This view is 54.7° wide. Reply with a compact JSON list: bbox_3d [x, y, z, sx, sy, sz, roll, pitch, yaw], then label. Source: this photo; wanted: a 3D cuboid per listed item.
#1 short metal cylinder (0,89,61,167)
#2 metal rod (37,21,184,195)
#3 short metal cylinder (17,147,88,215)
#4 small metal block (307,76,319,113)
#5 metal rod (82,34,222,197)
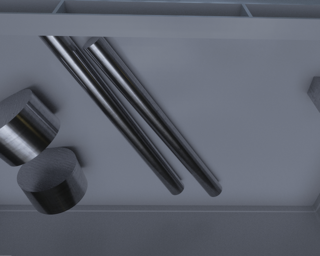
[{"bbox_3d":[-0.168,-0.001,0.370,0.080,0.080,0.050,-22,127,17],"label":"short metal cylinder"},{"bbox_3d":[-0.044,-0.004,0.405,0.025,0.025,0.300,-23,127,18],"label":"metal rod"},{"bbox_3d":[-0.148,0.072,0.433,0.080,0.080,0.050,-7,130,5],"label":"short metal cylinder"},{"bbox_3d":[0.211,-0.037,0.365,0.050,0.050,0.025,1,130,-2],"label":"small metal block"},{"bbox_3d":[0.008,0.004,0.412,0.025,0.025,0.300,-26,126,20],"label":"metal rod"}]
